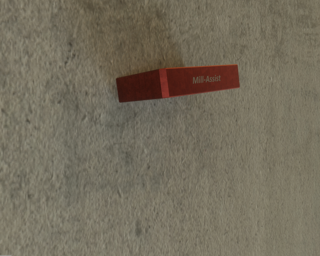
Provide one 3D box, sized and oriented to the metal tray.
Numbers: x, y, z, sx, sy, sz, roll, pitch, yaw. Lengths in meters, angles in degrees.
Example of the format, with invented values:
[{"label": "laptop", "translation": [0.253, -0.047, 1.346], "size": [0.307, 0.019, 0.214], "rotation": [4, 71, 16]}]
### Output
[{"label": "metal tray", "translation": [0.024, -0.056, 0.384], "size": [0.131, 0.090, 0.030], "rotation": [-12, 98, -40]}]
